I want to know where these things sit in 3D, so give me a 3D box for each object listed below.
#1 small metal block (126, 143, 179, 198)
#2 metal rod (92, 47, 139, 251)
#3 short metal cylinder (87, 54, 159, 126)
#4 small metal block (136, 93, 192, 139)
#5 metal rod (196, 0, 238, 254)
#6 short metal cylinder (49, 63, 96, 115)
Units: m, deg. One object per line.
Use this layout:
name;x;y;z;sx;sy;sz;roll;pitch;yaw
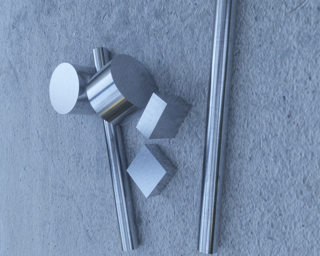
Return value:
small metal block;-0.011;0.056;0.414;0.050;0.025;0.050;49;119;28
metal rod;-0.067;0.025;0.460;0.025;0.025;0.298;-16;80;39
short metal cylinder;-0.048;-0.049;0.409;0.050;0.081;0.080;-31;71;36
small metal block;0.005;-0.014;0.384;0.025;0.050;0.050;42;115;32
metal rod;0.065;-0.008;0.351;0.025;0.025;0.298;6;94;40
short metal cylinder;-0.134;-0.061;0.499;0.080;0.050;0.079;0;90;40
